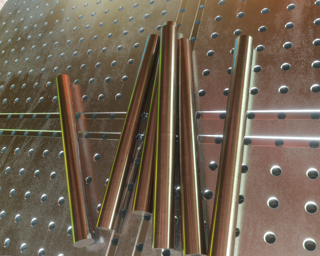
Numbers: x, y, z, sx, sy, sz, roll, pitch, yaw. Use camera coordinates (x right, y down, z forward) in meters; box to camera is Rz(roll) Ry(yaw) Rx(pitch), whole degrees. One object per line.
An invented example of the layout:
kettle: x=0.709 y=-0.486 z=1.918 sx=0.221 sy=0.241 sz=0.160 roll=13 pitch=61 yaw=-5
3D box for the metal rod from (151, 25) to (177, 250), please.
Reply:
metal rod: x=0.008 y=-0.007 z=0.392 sx=0.025 sy=0.025 sz=0.299 roll=-9 pitch=63 yaw=23

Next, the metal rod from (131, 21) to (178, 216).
metal rod: x=-0.002 y=-0.032 z=0.429 sx=0.025 sy=0.025 sz=0.300 roll=-6 pitch=59 yaw=25

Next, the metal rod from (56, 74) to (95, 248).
metal rod: x=-0.132 y=0.026 z=0.462 sx=0.025 sy=0.025 sz=0.300 roll=-28 pitch=52 yaw=11

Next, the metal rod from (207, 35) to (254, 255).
metal rod: x=0.084 y=0.015 z=0.355 sx=0.025 sy=0.025 sz=0.300 roll=-1 pitch=61 yaw=28

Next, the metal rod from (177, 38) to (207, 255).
metal rod: x=0.035 y=0.001 z=0.390 sx=0.025 sy=0.025 sz=0.300 roll=-13 pitch=56 yaw=21

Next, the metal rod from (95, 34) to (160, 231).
metal rod: x=-0.037 y=-0.011 z=0.435 sx=0.025 sy=0.025 sz=0.300 roll=-2 pitch=60 yaw=27
